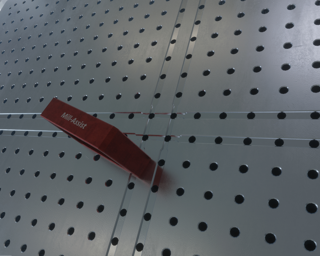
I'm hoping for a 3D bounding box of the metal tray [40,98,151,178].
[{"bbox_3d":[-0.084,0.012,0.404,0.130,0.090,0.030,23,75,36],"label":"metal tray"}]
